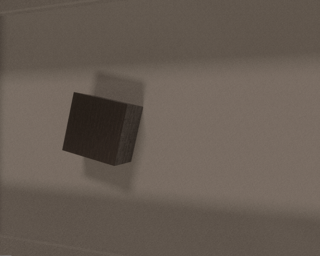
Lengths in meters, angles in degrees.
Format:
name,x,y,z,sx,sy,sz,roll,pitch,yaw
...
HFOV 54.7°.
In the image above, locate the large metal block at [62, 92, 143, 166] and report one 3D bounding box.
name,x,y,z,sx,sy,sz,roll,pitch,yaw
large metal block,-0.077,0.000,0.423,0.080,0.050,0.079,14,95,19
